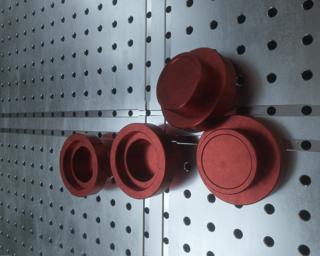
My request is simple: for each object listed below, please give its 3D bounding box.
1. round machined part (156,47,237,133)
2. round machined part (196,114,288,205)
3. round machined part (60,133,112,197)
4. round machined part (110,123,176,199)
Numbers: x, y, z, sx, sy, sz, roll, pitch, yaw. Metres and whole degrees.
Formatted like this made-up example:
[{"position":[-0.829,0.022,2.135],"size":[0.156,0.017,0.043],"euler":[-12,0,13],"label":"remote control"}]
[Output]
[{"position":[0.033,-0.046,0.351],"size":[0.098,0.042,0.098],"euler":[-22,59,42],"label":"round machined part"},{"position":[0.080,0.034,0.332],"size":[0.098,0.042,0.097],"euler":[0,90,39],"label":"round machined part"},{"position":[-0.112,0.056,0.488],"size":[0.098,0.042,0.097],"euler":[0,90,39],"label":"round machined part"},{"position":[-0.017,0.042,0.411],"size":[0.098,0.042,0.097],"euler":[0,90,39],"label":"round machined part"}]
